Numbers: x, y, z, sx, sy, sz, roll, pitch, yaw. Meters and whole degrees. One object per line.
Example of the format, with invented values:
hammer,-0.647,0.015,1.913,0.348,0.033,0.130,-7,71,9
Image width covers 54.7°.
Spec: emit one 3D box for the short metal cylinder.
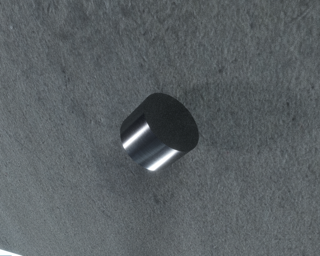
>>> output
short metal cylinder,0.000,0.005,0.373,0.080,0.080,0.050,46,129,-4
